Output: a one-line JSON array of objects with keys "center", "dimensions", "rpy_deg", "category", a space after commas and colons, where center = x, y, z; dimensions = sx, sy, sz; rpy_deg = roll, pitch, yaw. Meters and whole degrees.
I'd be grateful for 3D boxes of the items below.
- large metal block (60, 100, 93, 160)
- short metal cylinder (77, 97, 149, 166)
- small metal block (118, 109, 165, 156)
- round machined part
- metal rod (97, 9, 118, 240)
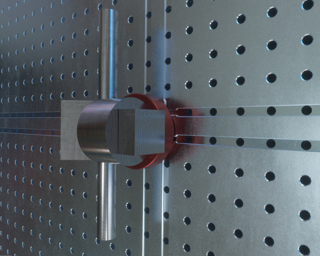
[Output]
[{"center": [-0.108, 0.002, 0.452], "dimensions": [0.050, 0.080, 0.079], "rpy_deg": [1, 91, -1], "category": "large metal block"}, {"center": [-0.051, 0.004, 0.374], "dimensions": [0.050, 0.081, 0.079], "rpy_deg": [1, 91, 40], "category": "short metal cylinder"}, {"center": [-0.020, 0.004, 0.353], "dimensions": [0.025, 0.050, 0.050], "rpy_deg": [2, 91, 40], "category": "small metal block"}, {"center": [-0.020, 0.004, 0.411], "dimensions": [0.098, 0.042, 0.097], "rpy_deg": [0, 90, 39], "category": "round machined part"}, {"center": [-0.070, -0.004, 0.410], "dimensions": [0.025, 0.025, 0.298], "rpy_deg": [1, 91, 39], "category": "metal rod"}]
